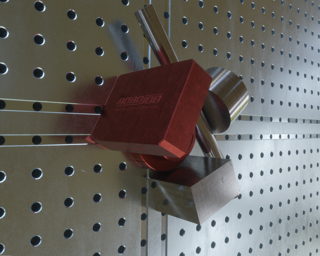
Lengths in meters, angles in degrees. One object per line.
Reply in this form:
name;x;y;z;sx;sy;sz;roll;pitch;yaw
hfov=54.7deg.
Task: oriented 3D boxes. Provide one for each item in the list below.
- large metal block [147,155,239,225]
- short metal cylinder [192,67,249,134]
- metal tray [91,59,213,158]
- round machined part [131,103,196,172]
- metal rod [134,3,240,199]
large metal block;0.044;0.077;0.413;0.081;0.080;0.050;-25;106;-38
short metal cylinder;0.077;-0.039;0.439;0.050;0.080;0.080;-45;117;-31
metal tray;-0.014;-0.019;0.331;0.030;0.130;0.090;34;69;-35
round machined part;0.009;0.009;0.407;0.099;0.042;0.097;0;90;-40
metal rod;0.046;-0.020;0.422;0.025;0.025;0.299;-43;116;-32
